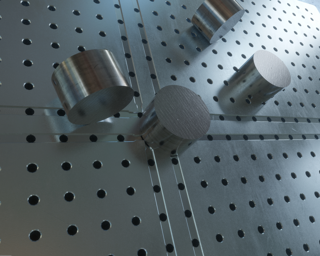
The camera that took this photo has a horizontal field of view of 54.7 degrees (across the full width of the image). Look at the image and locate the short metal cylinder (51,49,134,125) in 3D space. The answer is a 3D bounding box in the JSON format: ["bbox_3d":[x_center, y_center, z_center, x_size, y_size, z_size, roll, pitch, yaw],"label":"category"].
[{"bbox_3d":[-0.077,-0.046,0.360,0.081,0.080,0.050,-16,71,-35],"label":"short metal cylinder"}]

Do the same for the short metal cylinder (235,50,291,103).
[{"bbox_3d":[0.182,-0.091,0.548,0.081,0.050,0.080,14,56,-21],"label":"short metal cylinder"}]

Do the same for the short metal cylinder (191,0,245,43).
[{"bbox_3d":[0.103,-0.198,0.552,0.081,0.080,0.050,-35,82,-39],"label":"short metal cylinder"}]

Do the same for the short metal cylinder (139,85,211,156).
[{"bbox_3d":[0.019,-0.010,0.410,0.081,0.050,0.080,14,56,-21],"label":"short metal cylinder"}]
